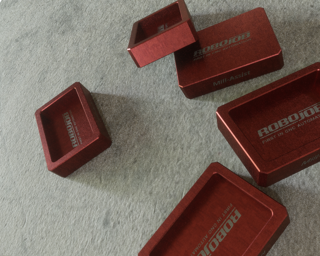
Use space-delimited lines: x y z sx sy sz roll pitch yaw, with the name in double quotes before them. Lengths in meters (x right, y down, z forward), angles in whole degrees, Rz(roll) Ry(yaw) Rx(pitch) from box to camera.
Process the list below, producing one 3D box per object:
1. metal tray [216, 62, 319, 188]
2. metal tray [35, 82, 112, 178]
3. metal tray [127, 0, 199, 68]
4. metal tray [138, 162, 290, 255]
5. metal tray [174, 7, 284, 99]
"metal tray" 0.135 -0.008 0.315 0.131 0.030 0.090 -24 52 -4
"metal tray" -0.135 -0.001 0.469 0.090 0.030 0.130 -35 52 5
"metal tray" 0.003 -0.143 0.455 0.090 0.030 0.130 -22 31 14
"metal tray" 0.051 0.109 0.305 0.090 0.030 0.130 34 81 38
"metal tray" 0.086 -0.100 0.416 0.130 0.030 0.090 -17 55 17
